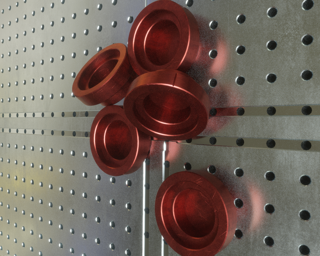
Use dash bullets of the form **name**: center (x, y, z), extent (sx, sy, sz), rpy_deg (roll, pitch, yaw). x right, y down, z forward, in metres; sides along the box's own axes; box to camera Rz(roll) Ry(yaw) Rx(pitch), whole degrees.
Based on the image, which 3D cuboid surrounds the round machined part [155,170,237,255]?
- **round machined part**: center (0.045, 0.097, 0.360), extent (0.098, 0.042, 0.097), rpy_deg (0, 90, 39)

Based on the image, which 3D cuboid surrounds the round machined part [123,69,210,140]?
- **round machined part**: center (0.010, -0.031, 0.365), extent (0.098, 0.098, 0.042), rpy_deg (-20, 41, 38)

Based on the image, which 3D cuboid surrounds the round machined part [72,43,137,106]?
- **round machined part**: center (-0.073, -0.069, 0.437), extent (0.098, 0.042, 0.098), rpy_deg (-24, 42, 24)

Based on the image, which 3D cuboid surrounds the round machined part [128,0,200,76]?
- **round machined part**: center (0.009, -0.105, 0.390), extent (0.098, 0.042, 0.097), rpy_deg (0, 90, 39)

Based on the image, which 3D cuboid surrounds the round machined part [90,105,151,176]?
- **round machined part**: center (-0.052, 0.017, 0.438), extent (0.098, 0.042, 0.097), rpy_deg (1, 92, 39)
